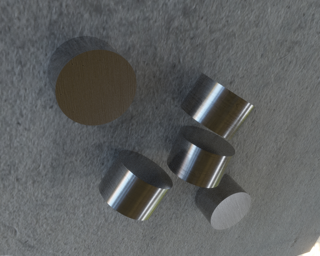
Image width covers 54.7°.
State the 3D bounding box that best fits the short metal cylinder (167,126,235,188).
[{"bbox_3d":[0.056,0.038,0.427,0.081,0.080,0.050,8,114,-32],"label":"short metal cylinder"}]

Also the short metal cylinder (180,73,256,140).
[{"bbox_3d":[0.073,-0.028,0.396,0.080,0.080,0.050,23,106,-37],"label":"short metal cylinder"}]

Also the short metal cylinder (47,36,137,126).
[{"bbox_3d":[-0.071,-0.049,0.322,0.081,0.050,0.079,-14,125,-21],"label":"short metal cylinder"}]

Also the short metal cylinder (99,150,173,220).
[{"bbox_3d":[-0.031,0.072,0.400,0.080,0.080,0.050,24,105,-37],"label":"short metal cylinder"}]

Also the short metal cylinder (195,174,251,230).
[{"bbox_3d":[0.107,0.126,0.530,0.081,0.050,0.079,-14,124,-21],"label":"short metal cylinder"}]
